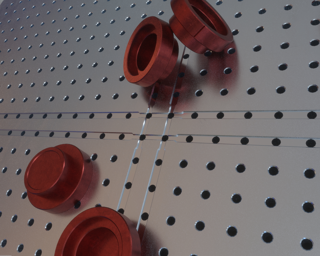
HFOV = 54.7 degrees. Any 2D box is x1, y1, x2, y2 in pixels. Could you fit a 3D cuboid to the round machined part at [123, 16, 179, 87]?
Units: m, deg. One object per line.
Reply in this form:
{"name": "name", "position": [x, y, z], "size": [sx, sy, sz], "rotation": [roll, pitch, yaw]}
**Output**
{"name": "round machined part", "position": [-0.010, -0.106, 0.449], "size": [0.098, 0.042, 0.098], "rotation": [-23, 60, 49]}

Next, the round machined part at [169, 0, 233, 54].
{"name": "round machined part", "position": [0.051, -0.141, 0.427], "size": [0.042, 0.099, 0.098], "rotation": [-42, 46, 34]}

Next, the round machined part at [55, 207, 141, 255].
{"name": "round machined part", "position": [-0.064, 0.141, 0.343], "size": [0.098, 0.042, 0.098], "rotation": [-13, 56, 20]}

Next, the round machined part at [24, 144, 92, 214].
{"name": "round machined part", "position": [-0.148, 0.066, 0.433], "size": [0.098, 0.042, 0.098], "rotation": [-13, 56, 20]}
